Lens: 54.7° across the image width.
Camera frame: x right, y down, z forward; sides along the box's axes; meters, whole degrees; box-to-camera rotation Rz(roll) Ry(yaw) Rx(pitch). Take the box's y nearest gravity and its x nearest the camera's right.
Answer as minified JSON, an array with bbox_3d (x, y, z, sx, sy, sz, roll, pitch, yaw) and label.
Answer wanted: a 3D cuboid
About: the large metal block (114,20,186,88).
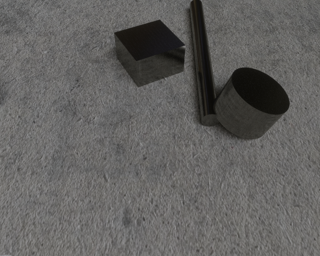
[{"bbox_3d":[-0.017,-0.119,0.487,0.081,0.050,0.080,-22,54,-18],"label":"large metal block"}]

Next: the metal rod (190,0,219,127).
[{"bbox_3d":[0.069,-0.125,0.508,0.025,0.025,0.300,1,50,0],"label":"metal rod"}]

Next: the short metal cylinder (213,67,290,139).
[{"bbox_3d":[0.116,-0.032,0.400,0.081,0.050,0.080,13,48,-14],"label":"short metal cylinder"}]
